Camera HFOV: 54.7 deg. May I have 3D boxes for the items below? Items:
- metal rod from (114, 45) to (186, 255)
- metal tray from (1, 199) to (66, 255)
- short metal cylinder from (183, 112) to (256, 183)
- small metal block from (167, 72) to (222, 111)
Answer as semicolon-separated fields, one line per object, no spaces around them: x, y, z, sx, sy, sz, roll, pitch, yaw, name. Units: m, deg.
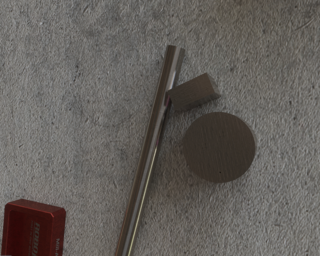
-0.016;0.040;0.413;0.025;0.025;0.298;16;95;19;metal rod
-0.195;0.182;0.473;0.090;0.030;0.129;6;92;19;metal tray
0.073;0.021;0.370;0.080;0.050;0.079;0;90;19;short metal cylinder
0.044;-0.042;0.380;0.050;0.050;0.025;-23;83;18;small metal block
